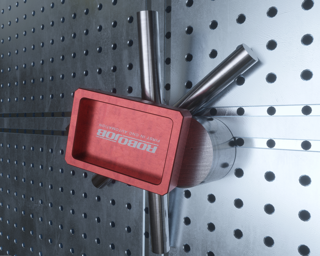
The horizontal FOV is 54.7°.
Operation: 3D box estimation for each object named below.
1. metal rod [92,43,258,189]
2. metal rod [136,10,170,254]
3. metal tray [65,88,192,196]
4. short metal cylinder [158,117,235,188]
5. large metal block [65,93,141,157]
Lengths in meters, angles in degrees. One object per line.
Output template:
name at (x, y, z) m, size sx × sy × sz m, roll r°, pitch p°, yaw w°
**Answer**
metal rod at (0.000, 0.002, 0.408) m, size 0.299 × 0.025 × 0.025 m, roll -41°, pitch 66°, yaw 32°
metal rod at (-0.007, 0.013, 0.384) m, size 0.025 × 0.025 × 0.298 m, roll 5°, pitch 102°, yaw 39°
metal tray at (-0.038, 0.011, 0.344) m, size 0.130 × 0.030 × 0.089 m, roll 14°, pitch 99°, yaw 20°
short metal cylinder at (0.039, 0.026, 0.358) m, size 0.080 × 0.050 × 0.079 m, roll 0°, pitch 90°, yaw 39°
large metal block at (-0.068, -0.001, 0.426) m, size 0.080 × 0.081 × 0.050 m, roll -41°, pitch 65°, yaw 32°
